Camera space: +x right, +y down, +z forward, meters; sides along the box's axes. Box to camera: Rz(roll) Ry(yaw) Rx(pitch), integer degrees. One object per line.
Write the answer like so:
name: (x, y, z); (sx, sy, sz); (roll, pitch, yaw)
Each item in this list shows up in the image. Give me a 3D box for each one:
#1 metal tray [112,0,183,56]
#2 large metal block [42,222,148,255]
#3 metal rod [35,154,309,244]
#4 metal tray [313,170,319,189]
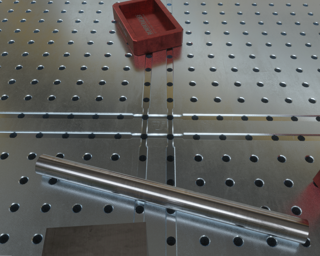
metal tray: (-0.024, -0.189, 0.562); (0.091, 0.030, 0.130); (-17, 52, -14)
large metal block: (-0.050, 0.124, 0.267); (0.081, 0.080, 0.050); (-3, 50, -2)
metal rod: (0.004, 0.075, 0.344); (0.301, 0.025, 0.025); (12, 51, 10)
metal tray: (0.247, 0.029, 0.342); (0.131, 0.089, 0.030); (-15, 52, -13)
